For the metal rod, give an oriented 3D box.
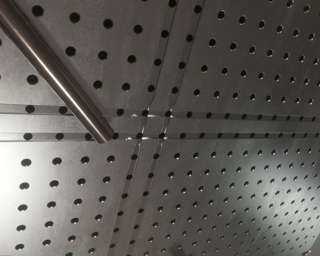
[{"bbox_3d":[-0.128,-0.089,0.286,0.025,0.025,0.299,-36,130,-5],"label":"metal rod"}]
